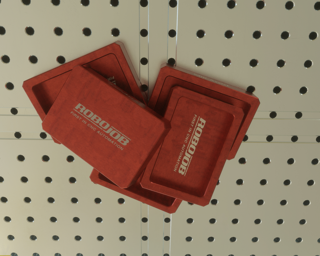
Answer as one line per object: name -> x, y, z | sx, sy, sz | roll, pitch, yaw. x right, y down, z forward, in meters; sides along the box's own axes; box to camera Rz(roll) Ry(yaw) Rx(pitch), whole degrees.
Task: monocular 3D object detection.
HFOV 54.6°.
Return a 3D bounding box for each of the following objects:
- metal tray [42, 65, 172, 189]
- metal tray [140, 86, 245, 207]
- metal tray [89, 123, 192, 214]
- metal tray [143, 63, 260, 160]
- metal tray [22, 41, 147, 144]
metal tray -> -0.064, -0.003, 0.366 | 0.130, 0.030, 0.090 | 34, 100, 11
metal tray -> 0.037, 0.022, 0.386 | 0.090, 0.030, 0.129 | 19, 97, -7
metal tray -> -0.019, 0.055, 0.431 | 0.131, 0.030, 0.090 | 25, 108, -9
metal tray -> 0.049, -0.020, 0.402 | 0.131, 0.030, 0.089 | 18, 109, -6
metal tray -> -0.092, -0.044, 0.394 | 0.130, 0.030, 0.090 | -21, 109, 8
